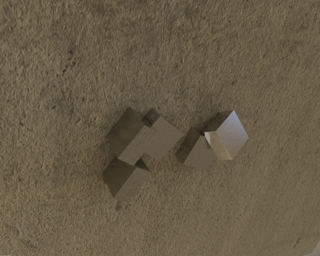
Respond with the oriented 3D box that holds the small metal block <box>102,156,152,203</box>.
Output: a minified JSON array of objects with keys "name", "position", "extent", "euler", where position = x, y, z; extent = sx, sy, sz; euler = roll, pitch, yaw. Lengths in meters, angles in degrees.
[{"name":"small metal block","position":[-0.044,0.060,0.403],"extent":[0.025,0.050,0.050],"euler":[29,102,-38]}]

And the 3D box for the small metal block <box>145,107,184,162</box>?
[{"name":"small metal block","position":[-0.006,0.009,0.409],"extent":[0.050,0.025,0.050],"euler":[-48,129,6]}]

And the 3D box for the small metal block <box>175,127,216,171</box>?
[{"name":"small metal block","position":[0.059,0.031,0.458],"extent":[0.050,0.025,0.050],"euler":[19,109,-36]}]

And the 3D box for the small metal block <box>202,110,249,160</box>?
[{"name":"small metal block","position":[0.095,0.010,0.442],"extent":[0.050,0.025,0.050],"euler":[-45,112,-33]}]

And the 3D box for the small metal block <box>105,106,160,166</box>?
[{"name":"small metal block","position":[-0.035,0.009,0.377],"extent":[0.025,0.050,0.050],"euler":[34,99,-39]}]
